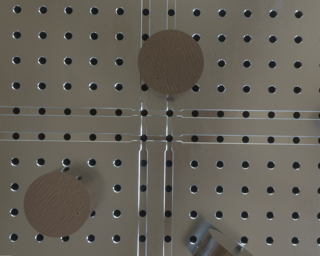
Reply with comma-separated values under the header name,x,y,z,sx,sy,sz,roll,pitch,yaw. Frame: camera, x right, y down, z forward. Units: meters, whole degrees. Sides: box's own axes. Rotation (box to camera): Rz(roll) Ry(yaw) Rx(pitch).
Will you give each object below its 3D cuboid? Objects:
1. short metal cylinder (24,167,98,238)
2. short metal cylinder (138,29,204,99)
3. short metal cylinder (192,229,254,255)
name,x,y,z,sx,sy,sz,roll,pitch,yaw
short metal cylinder,-0.125,0.093,0.400,0.081,0.050,0.079,0,90,0
short metal cylinder,0.013,-0.080,0.401,0.081,0.050,0.080,0,90,0
short metal cylinder,0.081,0.172,0.387,0.080,0.080,0.050,33,90,0
